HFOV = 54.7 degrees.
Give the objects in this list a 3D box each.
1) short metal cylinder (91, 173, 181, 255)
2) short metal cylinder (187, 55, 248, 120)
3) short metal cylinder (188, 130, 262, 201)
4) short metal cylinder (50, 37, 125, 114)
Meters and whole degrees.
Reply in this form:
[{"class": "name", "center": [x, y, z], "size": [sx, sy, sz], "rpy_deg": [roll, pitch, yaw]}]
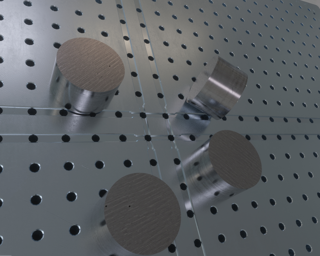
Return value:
[{"class": "short metal cylinder", "center": [-0.026, 0.093, 0.321], "size": [0.081, 0.050, 0.080], "rpy_deg": [14, 56, -21]}, {"class": "short metal cylinder", "center": [0.082, -0.059, 0.452], "size": [0.050, 0.080, 0.080], "rpy_deg": [30, 52, -9]}, {"class": "short metal cylinder", "center": [0.085, 0.049, 0.407], "size": [0.081, 0.050, 0.080], "rpy_deg": [14, 56, -21]}, {"class": "short metal cylinder", "center": [-0.090, -0.064, 0.382], "size": [0.081, 0.050, 0.080], "rpy_deg": [14, 56, -21]}]
